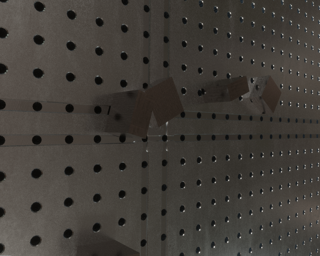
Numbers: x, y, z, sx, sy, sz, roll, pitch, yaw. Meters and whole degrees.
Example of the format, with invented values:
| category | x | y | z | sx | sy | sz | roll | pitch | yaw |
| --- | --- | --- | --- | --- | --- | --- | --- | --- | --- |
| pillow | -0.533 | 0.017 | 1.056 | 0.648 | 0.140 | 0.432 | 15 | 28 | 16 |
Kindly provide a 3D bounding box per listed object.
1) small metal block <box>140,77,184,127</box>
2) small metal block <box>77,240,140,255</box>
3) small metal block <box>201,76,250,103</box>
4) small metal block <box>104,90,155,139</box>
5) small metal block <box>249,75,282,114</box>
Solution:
| category | x | y | z | sx | sy | sz | roll | pitch | yaw |
| --- | --- | --- | --- | --- | --- | --- | --- | --- | --- |
| small metal block | -0.001 | -0.034 | 0.410 | 0.050 | 0.025 | 0.050 | -34 | 111 | -35 |
| small metal block | -0.059 | 0.149 | 0.346 | 0.050 | 0.050 | 0.025 | 8 | 85 | -40 |
| small metal block | 0.101 | -0.059 | 0.480 | 0.050 | 0.050 | 0.025 | -27 | 107 | -37 |
| small metal block | -0.036 | -0.015 | 0.364 | 0.025 | 0.050 | 0.050 | 20 | 77 | -39 |
| small metal block | 0.198 | -0.062 | 0.578 | 0.050 | 0.025 | 0.050 | 43 | 64 | -32 |
